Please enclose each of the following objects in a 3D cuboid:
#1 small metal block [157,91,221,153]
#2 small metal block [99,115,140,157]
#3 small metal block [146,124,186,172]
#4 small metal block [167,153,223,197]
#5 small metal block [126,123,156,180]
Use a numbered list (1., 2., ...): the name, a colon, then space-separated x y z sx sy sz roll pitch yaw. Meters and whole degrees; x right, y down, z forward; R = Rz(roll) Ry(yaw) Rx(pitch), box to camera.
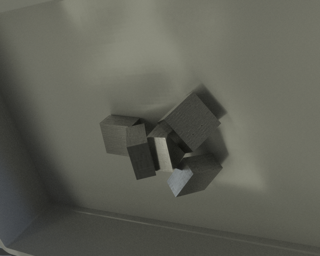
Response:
1. small metal block: 0.034 -0.006 0.364 0.050 0.050 0.025 48 161 -6
2. small metal block: -0.053 0.012 0.438 0.050 0.025 0.050 6 121 24
3. small metal block: 0.010 0.021 0.397 0.025 0.050 0.050 1 119 27
4. small metal block: 0.044 0.061 0.400 0.025 0.050 0.050 58 136 32
5. small metal block: -0.025 0.029 0.397 0.025 0.050 0.050 -14 119 -1
